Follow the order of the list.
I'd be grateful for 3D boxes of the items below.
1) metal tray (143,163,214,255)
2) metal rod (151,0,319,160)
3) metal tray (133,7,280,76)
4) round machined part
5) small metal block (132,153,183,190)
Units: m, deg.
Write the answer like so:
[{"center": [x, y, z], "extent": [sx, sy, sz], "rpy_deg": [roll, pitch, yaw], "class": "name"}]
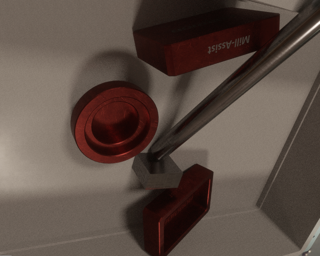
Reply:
[{"center": [0.030, 0.123, 0.466], "extent": [0.131, 0.030, 0.089], "rpy_deg": [-32, 134, -40], "class": "metal tray"}, {"center": [0.080, -0.044, 0.335], "extent": [0.025, 0.025, 0.299], "rpy_deg": [11, 142, -34], "class": "metal rod"}, {"center": [0.048, -0.097, 0.332], "extent": [0.131, 0.090, 0.030], "rpy_deg": [-20, 121, -17], "class": "metal tray"}, {"center": [-0.055, -0.010, 0.363], "extent": [0.099, 0.042, 0.097], "rpy_deg": [-14, 125, -21], "class": "round machined part"}, {"center": [-0.004, 0.058, 0.428], "extent": [0.050, 0.050, 0.025], "rpy_deg": [3, 117, -30], "class": "small metal block"}]
